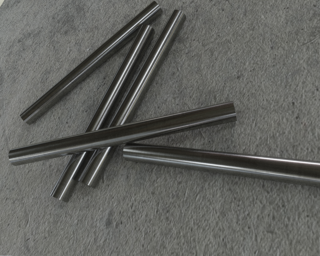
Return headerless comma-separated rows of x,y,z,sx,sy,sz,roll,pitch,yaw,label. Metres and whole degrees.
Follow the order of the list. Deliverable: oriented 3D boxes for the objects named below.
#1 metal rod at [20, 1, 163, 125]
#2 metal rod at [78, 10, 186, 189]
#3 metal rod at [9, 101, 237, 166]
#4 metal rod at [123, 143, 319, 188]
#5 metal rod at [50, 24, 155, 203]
-0.118,-0.112,0.534,0.300,0.025,0.025,-40,51,0,metal rod
-0.033,-0.053,0.453,0.025,0.025,0.300,14,69,34,metal rod
-0.055,0.010,0.398,0.301,0.025,0.025,-12,56,11,metal rod
0.089,0.040,0.332,0.300,0.025,0.025,4,64,30,metal rod
-0.078,-0.034,0.465,0.025,0.025,0.300,12,67,33,metal rod
